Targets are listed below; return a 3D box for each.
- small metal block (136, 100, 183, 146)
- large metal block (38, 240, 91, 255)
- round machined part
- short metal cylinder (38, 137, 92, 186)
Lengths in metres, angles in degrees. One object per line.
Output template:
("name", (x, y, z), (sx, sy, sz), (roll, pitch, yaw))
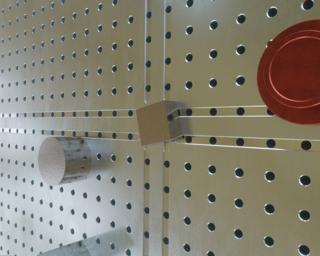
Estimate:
("small metal block", (-0.002, -0.005, 0.409), (0.050, 0.025, 0.050), (-15, 80, 38))
("large metal block", (-0.165, 0.239, 0.507), (0.050, 0.081, 0.080), (46, 118, 30))
("round machined part", (0.136, -0.051, 0.285), (0.098, 0.042, 0.097), (0, 90, 39))
("short metal cylinder", (-0.161, 0.054, 0.523), (0.080, 0.050, 0.079), (0, 90, 39))
